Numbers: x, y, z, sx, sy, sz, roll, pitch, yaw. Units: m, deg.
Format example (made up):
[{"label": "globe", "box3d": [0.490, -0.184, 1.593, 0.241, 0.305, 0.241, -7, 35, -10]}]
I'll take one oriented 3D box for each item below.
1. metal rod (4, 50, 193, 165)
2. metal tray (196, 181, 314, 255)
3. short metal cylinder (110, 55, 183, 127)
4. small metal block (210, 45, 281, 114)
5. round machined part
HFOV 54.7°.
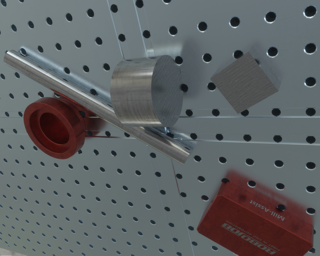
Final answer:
[{"label": "metal rod", "box3d": [-0.092, -0.033, 0.437, 0.301, 0.025, 0.025, 29, 128, 9]}, {"label": "metal tray", "box3d": [0.127, 0.140, 0.427, 0.130, 0.030, 0.089, 27, 128, 10]}, {"label": "short metal cylinder", "box3d": [-0.012, -0.041, 0.356, 0.050, 0.080, 0.080, 1, 119, 27]}, {"label": "small metal block", "box3d": [0.091, -0.051, 0.331, 0.050, 0.025, 0.050, -34, 100, 38]}, {"label": "round machined part", "box3d": [-0.156, -0.004, 0.478, 0.098, 0.042, 0.097, 13, 124, 20]}]
